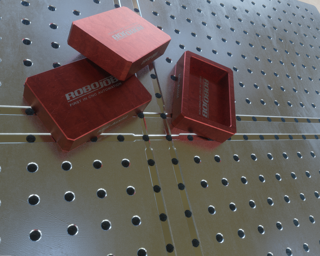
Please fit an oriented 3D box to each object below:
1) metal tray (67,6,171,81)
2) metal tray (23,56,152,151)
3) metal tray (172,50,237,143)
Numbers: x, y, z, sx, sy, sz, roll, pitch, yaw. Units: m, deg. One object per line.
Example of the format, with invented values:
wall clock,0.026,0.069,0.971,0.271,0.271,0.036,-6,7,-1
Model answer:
metal tray,-0.050,-0.122,0.428,0.090,0.030,0.131,35,38,5
metal tray,-0.085,-0.040,0.384,0.131,0.030,0.090,-32,80,-38
metal tray,0.069,-0.050,0.474,0.091,0.030,0.130,18,54,-18
